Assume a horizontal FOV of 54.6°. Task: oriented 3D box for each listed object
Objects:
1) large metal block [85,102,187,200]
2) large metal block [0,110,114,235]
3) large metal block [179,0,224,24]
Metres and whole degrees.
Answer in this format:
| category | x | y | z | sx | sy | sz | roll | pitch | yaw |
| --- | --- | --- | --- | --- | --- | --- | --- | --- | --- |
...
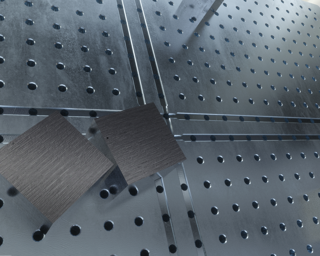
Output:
| category | x | y | z | sx | sy | sz | roll | pitch | yaw |
| --- | --- | --- | --- | --- | --- | --- | --- | --- | --- |
| large metal block | -0.030 | 0.024 | 0.361 | 0.081 | 0.050 | 0.080 | -19 | 72 | -35 |
| large metal block | -0.108 | 0.043 | 0.308 | 0.080 | 0.050 | 0.080 | 43 | 51 | 2 |
| large metal block | 0.092 | -0.252 | 0.575 | 0.050 | 0.080 | 0.080 | 43 | 51 | 1 |
